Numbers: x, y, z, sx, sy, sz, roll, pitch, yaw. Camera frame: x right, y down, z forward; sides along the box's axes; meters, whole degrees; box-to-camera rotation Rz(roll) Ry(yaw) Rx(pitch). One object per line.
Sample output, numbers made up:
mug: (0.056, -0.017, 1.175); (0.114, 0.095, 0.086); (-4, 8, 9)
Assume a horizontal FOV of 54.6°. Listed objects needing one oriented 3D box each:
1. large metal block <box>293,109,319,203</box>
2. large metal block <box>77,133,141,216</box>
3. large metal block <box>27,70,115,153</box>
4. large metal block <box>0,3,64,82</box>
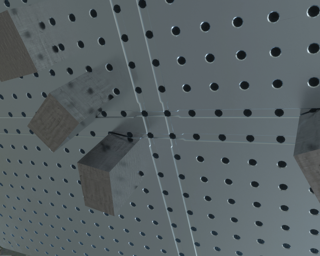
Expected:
large metal block: (0.176, 0.030, 0.302); (0.050, 0.080, 0.080); (-24, 106, 37)
large metal block: (-0.070, 0.066, 0.454); (0.050, 0.080, 0.080); (13, 124, 21)
large metal block: (-0.121, -0.023, 0.426); (0.050, 0.080, 0.080); (47, 129, -5)
large metal block: (-0.195, -0.116, 0.427); (0.080, 0.050, 0.080); (-6, 116, 31)
